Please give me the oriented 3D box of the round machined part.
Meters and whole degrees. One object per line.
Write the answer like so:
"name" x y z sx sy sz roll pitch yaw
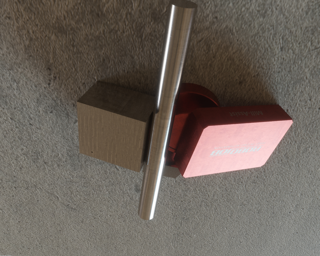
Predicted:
"round machined part" 0.031 -0.005 0.393 0.099 0.042 0.097 0 130 0

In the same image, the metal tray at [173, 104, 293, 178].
"metal tray" 0.091 0.016 0.391 0.131 0.030 0.089 -4 134 -24

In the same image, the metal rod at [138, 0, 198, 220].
"metal rod" 0.000 0.008 0.360 0.025 0.025 0.298 6 128 -5

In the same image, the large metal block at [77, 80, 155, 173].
"large metal block" -0.050 -0.002 0.376 0.080 0.050 0.079 17 130 9

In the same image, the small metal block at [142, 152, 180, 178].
"small metal block" 0.006 0.049 0.437 0.050 0.025 0.050 12 155 -10
